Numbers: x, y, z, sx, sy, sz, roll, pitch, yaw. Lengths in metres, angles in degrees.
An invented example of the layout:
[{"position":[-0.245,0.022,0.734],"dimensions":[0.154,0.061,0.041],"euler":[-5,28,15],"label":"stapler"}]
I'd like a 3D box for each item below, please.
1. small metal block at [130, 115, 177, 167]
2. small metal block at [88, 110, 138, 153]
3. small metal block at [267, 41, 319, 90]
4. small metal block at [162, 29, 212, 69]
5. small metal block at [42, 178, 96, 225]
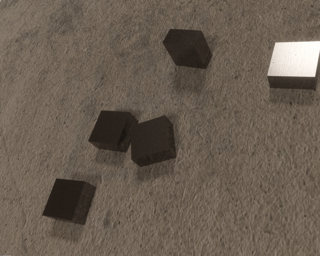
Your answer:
[{"position":[-0.009,0.017,0.397],"dimensions":[0.050,0.025,0.050],"euler":[-17,55,18],"label":"small metal block"},{"position":[-0.065,0.004,0.434],"dimensions":[0.050,0.025,0.050],"euler":[5,64,30],"label":"small metal block"},{"position":[0.159,-0.074,0.365],"dimensions":[0.050,0.025,0.050],"euler":[7,65,31],"label":"small metal block"},{"position":[0.039,-0.111,0.434],"dimensions":[0.050,0.050,0.025],"euler":[15,70,34],"label":"small metal block"},{"position":[-0.118,0.096,0.405],"dimensions":[0.050,0.025,0.050],"euler":[0,62,28],"label":"small metal block"}]
